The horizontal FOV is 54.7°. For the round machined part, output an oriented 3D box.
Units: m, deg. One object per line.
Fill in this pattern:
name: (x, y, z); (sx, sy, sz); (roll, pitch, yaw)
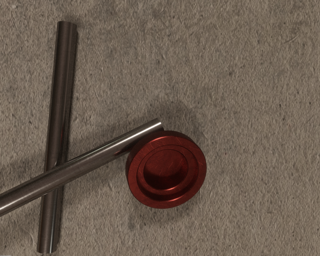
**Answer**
round machined part: (0.005, 0.048, 0.391); (0.099, 0.042, 0.097); (-5, 110, -13)

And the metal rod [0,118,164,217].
metal rod: (-0.132, 0.063, 0.383); (0.302, 0.025, 0.025); (-26, 90, -11)

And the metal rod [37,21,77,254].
metal rod: (-0.136, 0.012, 0.408); (0.025, 0.025, 0.298); (5, 90, -1)
